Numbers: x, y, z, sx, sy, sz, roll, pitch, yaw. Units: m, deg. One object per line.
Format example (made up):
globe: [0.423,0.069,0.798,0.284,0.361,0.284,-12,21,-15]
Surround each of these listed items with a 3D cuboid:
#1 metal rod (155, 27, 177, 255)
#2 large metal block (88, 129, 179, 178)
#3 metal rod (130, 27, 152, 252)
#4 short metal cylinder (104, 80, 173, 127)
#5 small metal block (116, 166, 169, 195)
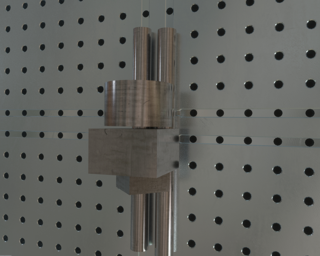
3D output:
metal rod: [0.007,0.020,0.410,0.025,0.025,0.298,1,90,19]
large metal block: [-0.027,0.026,0.366,0.080,0.080,0.050,1,90,19]
metal rod: [-0.026,0.015,0.422,0.025,0.025,0.298,1,90,19]
short metal cylinder: [-0.025,-0.027,0.369,0.080,0.080,0.050,1,91,19]
small metal block: [-0.022,0.063,0.382,0.050,0.050,0.025,1,91,-25]
